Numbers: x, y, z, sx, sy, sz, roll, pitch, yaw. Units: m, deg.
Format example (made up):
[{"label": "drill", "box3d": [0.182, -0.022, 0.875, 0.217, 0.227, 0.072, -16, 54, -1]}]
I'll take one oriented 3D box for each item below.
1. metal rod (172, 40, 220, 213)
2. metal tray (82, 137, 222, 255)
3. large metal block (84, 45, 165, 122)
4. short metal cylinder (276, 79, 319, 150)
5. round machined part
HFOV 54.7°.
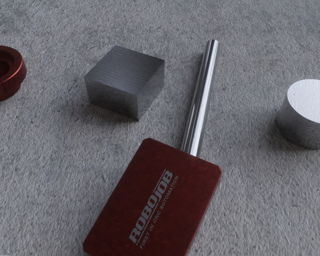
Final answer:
[{"label": "metal rod", "box3d": [0.054, -0.026, 0.425, 0.025, 0.025, 0.300, 11, 51, 8]}, {"label": "metal tray", "box3d": [-0.004, 0.083, 0.312, 0.090, 0.030, 0.130, 22, 66, 17]}, {"label": "large metal block", "box3d": [-0.047, -0.066, 0.442, 0.080, 0.050, 0.080, 21, 53, 16]}, {"label": "short metal cylinder", "box3d": [0.200, -0.019, 0.405, 0.081, 0.050, 0.080, 0, 50, 0]}, {"label": "round machined part", "box3d": [-0.245, -0.074, 0.451, 0.099, 0.042, 0.098, 0, 50, 0]}]
